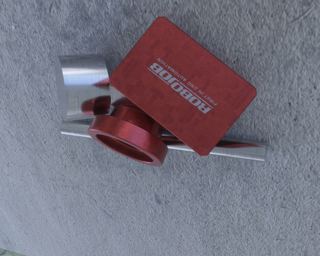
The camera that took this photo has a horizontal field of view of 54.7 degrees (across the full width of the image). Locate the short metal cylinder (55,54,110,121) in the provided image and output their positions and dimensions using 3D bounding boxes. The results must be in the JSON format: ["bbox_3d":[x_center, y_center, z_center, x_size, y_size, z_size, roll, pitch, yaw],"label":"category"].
[{"bbox_3d":[-0.098,-0.051,0.387,0.080,0.050,0.080,172,90,-66],"label":"short metal cylinder"}]

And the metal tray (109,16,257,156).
[{"bbox_3d":[0.024,-0.043,0.333,0.130,0.030,0.090,39,90,1],"label":"metal tray"}]

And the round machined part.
[{"bbox_3d":[-0.034,0.007,0.380,0.098,0.042,0.098,22,163,7],"label":"round machined part"}]

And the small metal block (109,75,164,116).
[{"bbox_3d":[-0.027,-0.042,0.378,0.050,0.050,0.025,22,127,15],"label":"small metal block"}]

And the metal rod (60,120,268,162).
[{"bbox_3d":[-0.012,0.013,0.423,0.301,0.025,0.025,6,121,25],"label":"metal rod"}]
